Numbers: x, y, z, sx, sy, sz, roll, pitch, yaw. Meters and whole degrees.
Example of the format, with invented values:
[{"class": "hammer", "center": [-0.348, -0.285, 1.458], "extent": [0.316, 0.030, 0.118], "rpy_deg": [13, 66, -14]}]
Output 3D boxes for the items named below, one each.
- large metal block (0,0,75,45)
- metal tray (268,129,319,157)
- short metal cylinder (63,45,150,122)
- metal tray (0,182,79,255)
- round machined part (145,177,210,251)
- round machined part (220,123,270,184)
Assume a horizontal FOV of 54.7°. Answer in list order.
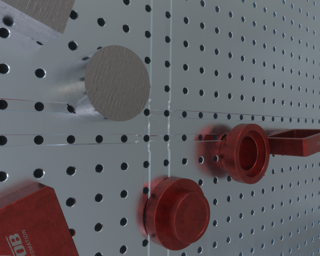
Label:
[{"class": "large metal block", "center": [-0.125, -0.137, 0.288], "extent": [0.080, 0.050, 0.080], "rpy_deg": [24, 75, -38]}, {"class": "metal tray", "center": [0.261, 0.025, 0.585], "extent": [0.131, 0.090, 0.030], "rpy_deg": [-9, 96, -40]}, {"class": "short metal cylinder", "center": [-0.058, -0.047, 0.344], "extent": [0.081, 0.050, 0.079], "rpy_deg": [0, 90, -40]}, {"class": "metal tray", "center": [-0.130, 0.130, 0.298], "extent": [0.091, 0.030, 0.129], "rpy_deg": [-25, 106, -37]}, {"class": "round machined part", "center": [0.031, 0.118, 0.424], "extent": [0.099, 0.042, 0.097], "rpy_deg": [0, 90, -40]}, {"class": "round machined part", "center": [0.137, 0.041, 0.513], "extent": [0.099, 0.042, 0.097], "rpy_deg": [0, 90, -40]}]
